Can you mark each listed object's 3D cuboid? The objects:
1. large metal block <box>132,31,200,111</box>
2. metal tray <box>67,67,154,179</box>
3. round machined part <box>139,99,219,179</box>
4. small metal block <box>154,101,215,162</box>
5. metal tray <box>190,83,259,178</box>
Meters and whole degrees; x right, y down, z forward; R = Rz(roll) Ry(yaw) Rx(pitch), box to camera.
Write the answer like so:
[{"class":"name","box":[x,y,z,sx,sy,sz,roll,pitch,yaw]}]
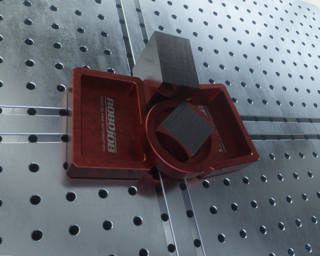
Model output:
[{"class":"large metal block","box":[0.004,-0.066,0.411,0.050,0.080,0.080,6,59,-25]},{"class":"metal tray","box":[-0.061,-0.007,0.371,0.091,0.030,0.130,6,59,-25]},{"class":"round machined part","box":[0.020,0.017,0.381,0.099,0.042,0.098,14,56,-21]},{"class":"small metal block","box":[0.028,0.004,0.362,0.050,0.025,0.050,43,51,1]},{"class":"metal tray","box":[0.075,-0.001,0.441,0.091,0.030,0.130,-7,65,-31]}]
